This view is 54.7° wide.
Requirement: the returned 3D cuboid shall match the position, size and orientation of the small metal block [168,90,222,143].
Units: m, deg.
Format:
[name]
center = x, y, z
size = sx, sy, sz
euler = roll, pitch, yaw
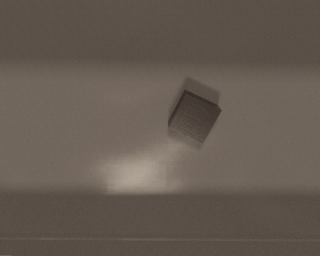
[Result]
[small metal block]
center = 0.044, -0.015, 0.406
size = 0.050, 0.025, 0.050
euler = 24, 108, -9
